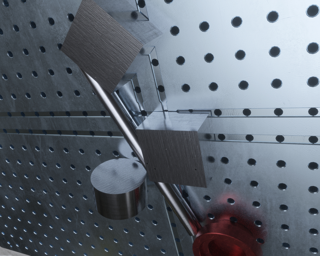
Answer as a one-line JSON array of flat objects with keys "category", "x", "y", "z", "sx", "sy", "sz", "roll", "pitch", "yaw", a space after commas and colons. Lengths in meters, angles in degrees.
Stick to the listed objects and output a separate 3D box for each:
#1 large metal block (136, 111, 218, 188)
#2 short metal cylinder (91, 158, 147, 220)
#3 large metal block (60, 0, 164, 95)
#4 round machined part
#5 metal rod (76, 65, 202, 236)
[{"category": "large metal block", "x": 0.024, "y": 0.025, "z": 0.398, "sx": 0.080, "sy": 0.050, "sz": 0.080, "roll": 2, "pitch": 119, "yaw": 27}, {"category": "short metal cylinder", "x": -0.059, "y": 0.089, "z": 0.462, "sx": 0.080, "sy": 0.080, "sz": 0.050, "roll": 13, "pitch": 124, "yaw": 21}, {"category": "large metal block", "x": -0.057, "y": -0.101, "z": 0.363, "sx": 0.080, "sy": 0.050, "sz": 0.080, "roll": 42, "pitch": 129, "yaw": -1}, {"category": "round machined part", "x": 0.101, "y": 0.176, "z": 0.456, "sx": 0.098, "sy": 0.042, "sz": 0.097, "roll": 13, "pitch": 124, "yaw": 21}, {"category": "metal rod", "x": -0.023, "y": 0.035, "z": 0.444, "sx": 0.025, "sy": 0.025, "sz": 0.299, "roll": -22, "pitch": 107, "yaw": 36}]
